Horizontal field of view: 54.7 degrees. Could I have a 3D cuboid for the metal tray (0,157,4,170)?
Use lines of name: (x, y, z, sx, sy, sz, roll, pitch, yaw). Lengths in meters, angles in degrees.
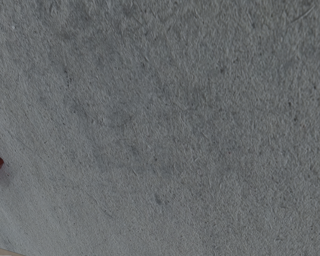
metal tray: (-0.395, 0.054, 0.645, 0.130, 0.030, 0.090, 44, 129, -3)
